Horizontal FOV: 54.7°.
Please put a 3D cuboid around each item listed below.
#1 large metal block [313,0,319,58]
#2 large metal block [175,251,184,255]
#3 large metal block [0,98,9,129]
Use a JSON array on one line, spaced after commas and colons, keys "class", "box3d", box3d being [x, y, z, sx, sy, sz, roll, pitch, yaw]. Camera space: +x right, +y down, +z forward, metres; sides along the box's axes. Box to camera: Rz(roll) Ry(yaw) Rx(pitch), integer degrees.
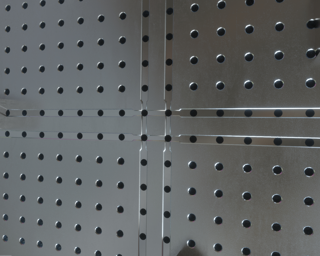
[{"class": "large metal block", "box3d": [0.210, -0.123, 0.326, 0.080, 0.050, 0.079, -2, 89, 19]}, {"class": "large metal block", "box3d": [0.018, 0.222, 0.392, 0.080, 0.050, 0.080, 47, 104, 13]}, {"class": "large metal block", "box3d": [-0.305, -0.030, 0.489, 0.080, 0.080, 0.050, 12, 94, 19]}]
